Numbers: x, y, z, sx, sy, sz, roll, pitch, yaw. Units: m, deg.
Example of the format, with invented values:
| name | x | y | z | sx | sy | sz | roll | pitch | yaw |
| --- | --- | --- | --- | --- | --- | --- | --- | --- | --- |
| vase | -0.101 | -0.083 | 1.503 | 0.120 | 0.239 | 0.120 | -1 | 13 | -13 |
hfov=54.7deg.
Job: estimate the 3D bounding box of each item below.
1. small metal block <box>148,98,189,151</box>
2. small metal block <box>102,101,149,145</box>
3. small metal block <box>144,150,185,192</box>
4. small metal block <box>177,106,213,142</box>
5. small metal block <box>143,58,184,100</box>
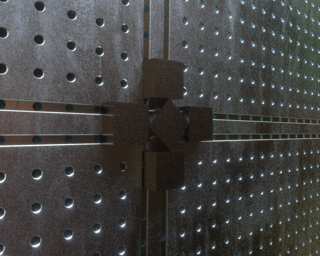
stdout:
| name | x | y | z | sx | sy | sz | roll | pitch | yaw |
| --- | --- | --- | --- | --- | --- | --- | --- | --- | --- |
| small metal block | 0.005 | -0.004 | 0.415 | 0.050 | 0.025 | 0.050 | 50 | 61 | -29 |
| small metal block | -0.041 | -0.005 | 0.376 | 0.050 | 0.025 | 0.050 | 2 | 89 | -40 |
| small metal block | 0.006 | 0.056 | 0.416 | 0.050 | 0.025 | 0.050 | 0 | 90 | -40 |
| small metal block | 0.051 | -0.005 | 0.454 | 0.050 | 0.025 | 0.050 | 0 | 90 | -40 |
| small metal block | 0.005 | -0.064 | 0.415 | 0.050 | 0.025 | 0.050 | -1 | 91 | -40 |
